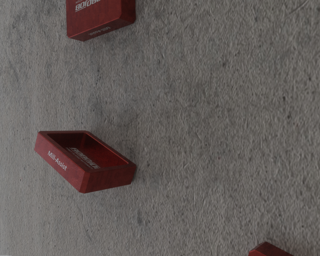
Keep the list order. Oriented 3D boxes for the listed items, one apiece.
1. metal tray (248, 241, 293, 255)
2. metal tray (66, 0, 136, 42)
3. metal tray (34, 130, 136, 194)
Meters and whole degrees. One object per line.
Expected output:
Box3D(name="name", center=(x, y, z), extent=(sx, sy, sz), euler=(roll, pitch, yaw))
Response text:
Box3D(name="metal tray", center=(0.119, 0.193, 0.302), extent=(0.090, 0.030, 0.129), euler=(20, 102, 38))
Box3D(name="metal tray", center=(-0.096, -0.195, 0.481), extent=(0.130, 0.030, 0.089), euler=(-3, 88, 40))
Box3D(name="metal tray", center=(-0.110, 0.043, 0.453), extent=(0.130, 0.091, 0.030), euler=(29, 109, 36))
